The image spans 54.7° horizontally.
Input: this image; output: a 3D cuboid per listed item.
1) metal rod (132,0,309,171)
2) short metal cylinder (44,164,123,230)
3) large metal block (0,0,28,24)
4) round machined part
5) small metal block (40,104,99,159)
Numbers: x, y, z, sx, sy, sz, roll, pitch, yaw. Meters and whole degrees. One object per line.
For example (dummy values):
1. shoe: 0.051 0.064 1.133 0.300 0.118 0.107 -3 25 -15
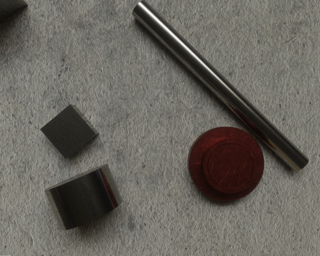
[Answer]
1. metal rod: 0.080 -0.055 0.411 0.300 0.025 0.025 44 90 -1
2. short metal cylinder: -0.093 0.083 0.381 0.080 0.080 0.050 -22 90 0
3. large metal block: -0.226 -0.164 0.379 0.080 0.080 0.050 -35 90 0
4. round machined part: 0.087 0.047 0.403 0.099 0.042 0.097 0 90 -1
5. small metal block: -0.118 0.004 0.408 0.050 0.025 0.050 -40 91 0
